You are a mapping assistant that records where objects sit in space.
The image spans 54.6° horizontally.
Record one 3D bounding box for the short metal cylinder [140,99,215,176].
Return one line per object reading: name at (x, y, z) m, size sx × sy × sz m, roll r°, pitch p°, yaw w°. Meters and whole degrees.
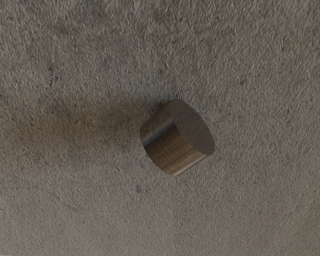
short metal cylinder at (0.022, 0.011, 0.381) m, size 0.080 × 0.080 × 0.050 m, roll 37°, pitch 121°, yaw -27°
